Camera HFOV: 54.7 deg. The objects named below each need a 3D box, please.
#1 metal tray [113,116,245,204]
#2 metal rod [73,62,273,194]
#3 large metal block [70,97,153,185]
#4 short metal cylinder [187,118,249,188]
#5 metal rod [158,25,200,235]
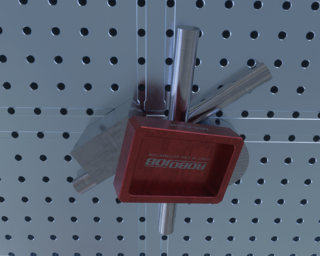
[{"bbox_3d":[0.021,0.040,0.350,0.131,0.030,0.089,7,111,-23],"label":"metal tray"},{"bbox_3d":[0.009,0.006,0.416,0.300,0.025,0.025,-32,107,10],"label":"metal rod"},{"bbox_3d":[-0.055,0.013,0.387,0.080,0.080,0.050,-32,107,11],"label":"large metal block"},{"bbox_3d":[0.072,0.033,0.412,0.081,0.050,0.079,0,110,-1],"label":"short metal cylinder"},{"bbox_3d":[0.019,0.024,0.398,0.025,0.025,0.298,3,119,-2],"label":"metal rod"}]
